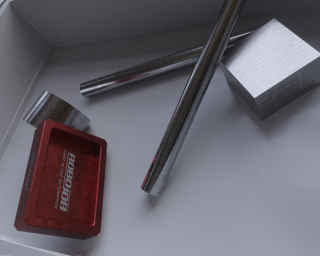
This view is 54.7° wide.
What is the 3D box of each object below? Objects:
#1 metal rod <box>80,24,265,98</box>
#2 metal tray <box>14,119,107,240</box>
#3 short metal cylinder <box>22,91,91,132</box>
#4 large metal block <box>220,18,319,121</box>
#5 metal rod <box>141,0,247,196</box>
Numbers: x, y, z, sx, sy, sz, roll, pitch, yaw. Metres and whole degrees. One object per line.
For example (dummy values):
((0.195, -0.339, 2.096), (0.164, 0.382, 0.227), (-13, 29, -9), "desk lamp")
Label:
((0.014, -0.094, 0.454), (0.301, 0.025, 0.025), (-14, 56, 20), "metal rod")
((-0.115, 0.063, 0.380), (0.030, 0.090, 0.130), (-32, 47, 39), "metal tray")
((-0.150, -0.010, 0.453), (0.080, 0.080, 0.050), (21, 73, 35), "short metal cylinder")
((0.127, -0.069, 0.365), (0.080, 0.050, 0.080), (-34, 52, 6), "large metal block")
((0.049, -0.062, 0.364), (0.025, 0.025, 0.299), (24, 91, 36), "metal rod")
